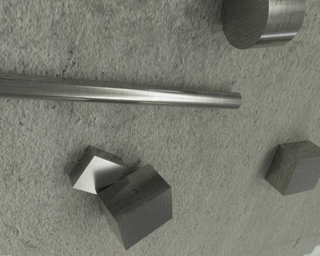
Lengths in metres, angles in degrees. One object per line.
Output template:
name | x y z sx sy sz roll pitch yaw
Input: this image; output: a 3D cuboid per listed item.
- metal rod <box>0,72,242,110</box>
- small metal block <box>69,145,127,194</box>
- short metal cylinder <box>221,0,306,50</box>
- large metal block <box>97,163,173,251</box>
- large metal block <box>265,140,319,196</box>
metal rod | -0.024 -0.040 0.368 0.303 0.025 0.025 0 118 -29
small metal block | -0.080 0.056 0.398 0.050 0.025 0.050 27 103 -38
short metal cylinder | 0.114 -0.132 0.352 0.050 0.080 0.079 -11 123 -23
large metal block | -0.031 0.108 0.423 0.081 0.050 0.080 -29 141 -23
large metal block | 0.254 0.073 0.575 0.081 0.050 0.079 -4 121 -26
